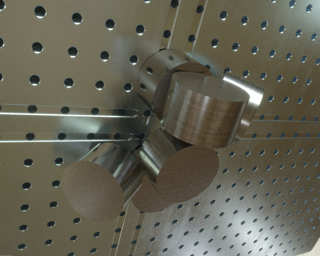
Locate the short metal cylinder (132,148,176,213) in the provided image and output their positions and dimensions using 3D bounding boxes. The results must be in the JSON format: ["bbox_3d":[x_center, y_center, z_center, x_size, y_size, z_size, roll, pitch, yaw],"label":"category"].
[{"bbox_3d":[-0.010,0.071,0.432,0.081,0.050,0.079,-14,125,-21],"label":"short metal cylinder"}]

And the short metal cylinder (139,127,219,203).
[{"bbox_3d":[0.022,0.041,0.366,0.081,0.050,0.079,-14,124,-21],"label":"short metal cylinder"}]

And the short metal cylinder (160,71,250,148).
[{"bbox_3d":[0.045,-0.021,0.321,0.081,0.080,0.050,0,118,-29],"label":"short metal cylinder"}]

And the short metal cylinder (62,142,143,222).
[{"bbox_3d":[-0.068,0.064,0.371,0.050,0.080,0.079,-46,152,-60],"label":"short metal cylinder"}]

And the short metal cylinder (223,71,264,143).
[{"bbox_3d":[0.091,-0.027,0.400,0.050,0.080,0.079,26,109,5],"label":"short metal cylinder"}]

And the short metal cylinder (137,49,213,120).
[{"bbox_3d":[0.019,-0.049,0.374,0.081,0.050,0.079,-14,125,-21],"label":"short metal cylinder"}]
